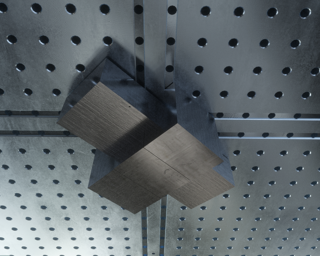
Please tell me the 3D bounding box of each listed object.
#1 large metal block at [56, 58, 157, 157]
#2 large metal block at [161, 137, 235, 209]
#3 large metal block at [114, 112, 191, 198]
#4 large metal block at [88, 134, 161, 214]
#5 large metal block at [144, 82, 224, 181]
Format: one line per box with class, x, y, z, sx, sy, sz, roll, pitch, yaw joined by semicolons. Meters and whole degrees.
large metal block;-0.061;-0.022;0.372;0.080;0.050;0.080;-37;122;28
large metal block;0.049;0.064;0.451;0.080;0.050;0.080;-36;122;27
large metal block;-0.009;0.031;0.402;0.050;0.080;0.080;-37;122;26
large metal block;-0.045;0.058;0.425;0.050;0.080;0.080;-37;122;26
large metal block;0.028;0.004;0.380;0.050;0.080;0.080;-37;122;26
